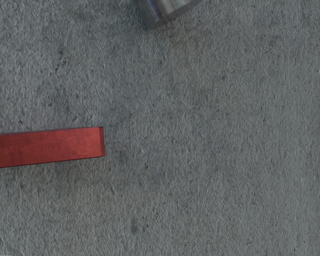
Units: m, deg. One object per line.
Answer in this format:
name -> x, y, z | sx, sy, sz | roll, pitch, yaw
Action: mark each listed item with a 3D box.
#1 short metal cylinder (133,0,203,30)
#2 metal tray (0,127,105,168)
short metal cylinder -> 0.009, -0.164, 0.383 | 0.080, 0.080, 0.050 | -32, 101, -17
metal tray -> -0.131, 0.018, 0.326 | 0.131, 0.090, 0.030 | -5, 92, -20
